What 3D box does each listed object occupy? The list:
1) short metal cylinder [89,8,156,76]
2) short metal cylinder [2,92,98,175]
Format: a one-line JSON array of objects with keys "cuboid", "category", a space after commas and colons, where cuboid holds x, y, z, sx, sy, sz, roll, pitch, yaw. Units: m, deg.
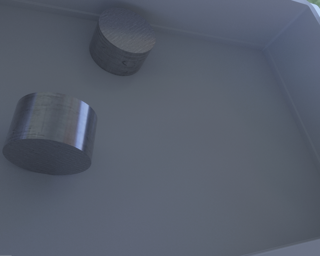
[{"cuboid": [-0.053, -0.120, 0.434, 0.081, 0.050, 0.080, 14, 56, -21], "category": "short metal cylinder"}, {"cuboid": [-0.106, 0.008, 0.308, 0.081, 0.080, 0.050, 14, 56, -21], "category": "short metal cylinder"}]
